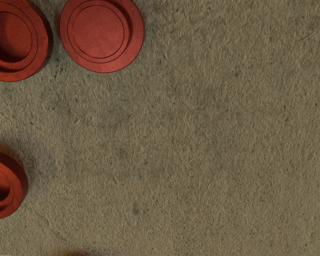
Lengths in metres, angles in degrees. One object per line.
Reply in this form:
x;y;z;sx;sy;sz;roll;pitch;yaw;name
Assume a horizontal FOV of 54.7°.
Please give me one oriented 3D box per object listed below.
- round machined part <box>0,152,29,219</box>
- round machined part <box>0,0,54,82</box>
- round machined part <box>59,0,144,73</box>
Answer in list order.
-0.230;0.073;0.426;0.099;0.042;0.097;0;110;0;round machined part
-0.173;-0.106;0.360;0.099;0.042;0.097;0;110;0;round machined part
-0.068;-0.112;0.359;0.099;0.042;0.097;0;110;0;round machined part
